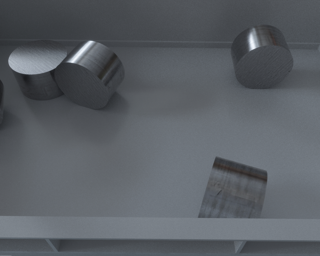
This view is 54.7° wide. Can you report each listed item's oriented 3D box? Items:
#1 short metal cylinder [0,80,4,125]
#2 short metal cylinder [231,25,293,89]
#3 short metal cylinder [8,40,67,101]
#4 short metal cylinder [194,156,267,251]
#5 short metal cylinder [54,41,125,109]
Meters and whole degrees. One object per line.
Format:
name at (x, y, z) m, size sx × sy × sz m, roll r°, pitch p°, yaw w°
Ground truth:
short metal cylinder at (-0.244, -0.034, 0.395) m, size 0.081 × 0.080 × 0.050 m, roll -12°, pitch 51°, yaw -10°
short metal cylinder at (0.149, -0.104, 0.459) m, size 0.081 × 0.080 × 0.050 m, roll 1°, pitch 50°, yaw 0°
short metal cylinder at (-0.173, -0.086, 0.459) m, size 0.081 × 0.050 × 0.080 m, roll 0°, pitch 50°, yaw 0°
short metal cylinder at (0.070, 0.073, 0.309) m, size 0.050 × 0.080 × 0.080 m, roll 16°, pitch 52°, yaw 12°
short metal cylinder at (-0.096, -0.072, 0.429) m, size 0.080 × 0.080 × 0.050 m, roll 17°, pitch 52°, yaw 13°
